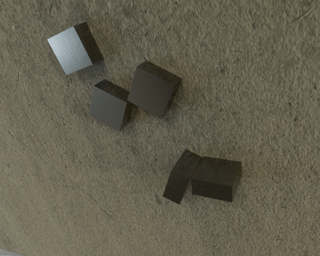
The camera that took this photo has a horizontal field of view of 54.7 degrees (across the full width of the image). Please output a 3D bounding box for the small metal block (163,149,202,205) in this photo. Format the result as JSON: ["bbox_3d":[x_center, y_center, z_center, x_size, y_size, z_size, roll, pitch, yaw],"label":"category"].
[{"bbox_3d":[0.030,0.065,0.415,0.025,0.050,0.050,25,127,13],"label":"small metal block"}]

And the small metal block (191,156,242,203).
[{"bbox_3d":[0.072,0.063,0.392,0.050,0.050,0.025,7,122,24],"label":"small metal block"}]

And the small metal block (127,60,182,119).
[{"bbox_3d":[-0.007,-0.047,0.381,0.050,0.025,0.050,29,128,9],"label":"small metal block"}]

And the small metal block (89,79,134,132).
[{"bbox_3d":[-0.065,-0.031,0.422,0.050,0.025,0.050,27,128,11],"label":"small metal block"}]

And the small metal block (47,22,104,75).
[{"bbox_3d":[-0.109,-0.102,0.401,0.050,0.025,0.050,-12,113,33],"label":"small metal block"}]
